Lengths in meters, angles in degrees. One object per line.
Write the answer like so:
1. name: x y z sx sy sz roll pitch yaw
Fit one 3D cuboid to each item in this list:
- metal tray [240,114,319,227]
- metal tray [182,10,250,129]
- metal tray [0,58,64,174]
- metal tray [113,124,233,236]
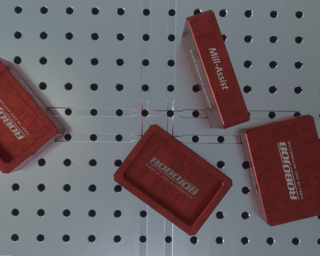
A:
1. metal tray: 0.167 0.055 0.412 0.090 0.030 0.129 -13 90 0
2. metal tray: 0.064 -0.065 0.381 0.030 0.090 0.129 -19 90 0
3. metal tray: -0.204 -0.017 0.409 0.090 0.030 0.130 -40 90 0
4. metal tray: 0.017 0.067 0.410 0.130 0.030 0.090 36 90 0
